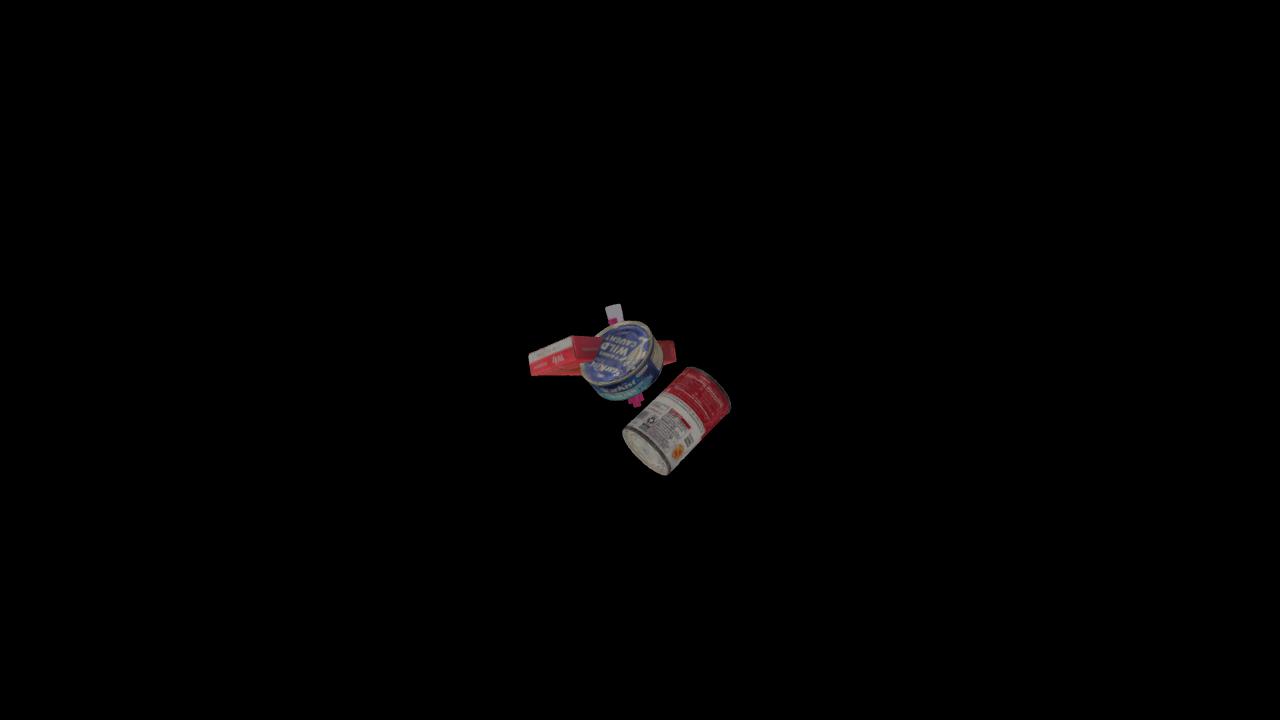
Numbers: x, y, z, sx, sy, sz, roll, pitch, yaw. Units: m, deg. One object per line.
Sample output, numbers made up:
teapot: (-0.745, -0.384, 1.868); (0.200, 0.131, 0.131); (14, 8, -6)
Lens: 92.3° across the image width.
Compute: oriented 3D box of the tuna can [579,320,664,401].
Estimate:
tuna can: (-0.018, 0.001, 0.637); (0.084, 0.084, 0.034); (0, -38, 34)

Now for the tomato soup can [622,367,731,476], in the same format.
tomato soup can: (0.039, 0.064, 0.647); (0.101, 0.068, 0.068); (-43, 20, -23)

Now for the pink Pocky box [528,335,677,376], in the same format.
pink Pocky box: (-0.040, -0.003, 0.703); (0.155, 0.029, 0.084); (1, -13, -44)

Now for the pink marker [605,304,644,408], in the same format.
pink marker: (-0.017, -0.004, 0.711); (0.020, 0.121, 0.020); (-14, 0, 0)
